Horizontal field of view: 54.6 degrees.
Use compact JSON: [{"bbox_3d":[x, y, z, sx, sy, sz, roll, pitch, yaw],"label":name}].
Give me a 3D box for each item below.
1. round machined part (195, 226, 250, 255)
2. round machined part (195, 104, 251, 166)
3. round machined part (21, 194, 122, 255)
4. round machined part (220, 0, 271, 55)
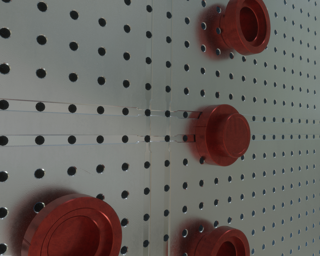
[{"bbox_3d":[0.091,0.199,0.474,0.099,0.042,0.097,0,90,-40],"label":"round machined part"},{"bbox_3d":[0.104,0.011,0.484,0.099,0.042,0.097,0,90,-40],"label":"round machined part"},{"bbox_3d":[-0.092,0.117,0.320,0.099,0.042,0.097,0,90,-40],"label":"round machined part"},{"bbox_3d":[0.137,-0.168,0.511,0.099,0.042,0.097,0,90,-40],"label":"round machined part"}]
